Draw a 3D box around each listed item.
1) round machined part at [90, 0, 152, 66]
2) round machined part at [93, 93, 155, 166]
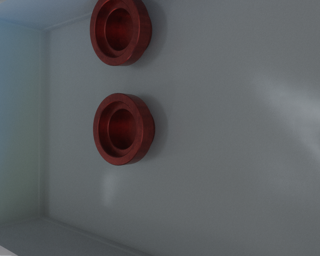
[{"bbox_3d":[-0.050,-0.135,0.429,0.098,0.042,0.097,8,103,39],"label":"round machined part"},{"bbox_3d":[-0.046,0.002,0.431,0.098,0.042,0.097,0,90,39],"label":"round machined part"}]
